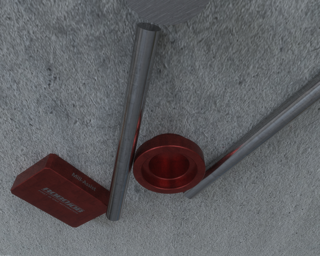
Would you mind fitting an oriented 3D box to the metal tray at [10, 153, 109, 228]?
[{"bbox_3d":[-0.151,0.103,0.491,0.090,0.030,0.130,-31,124,23],"label":"metal tray"}]

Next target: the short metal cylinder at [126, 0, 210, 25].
[{"bbox_3d":[0.007,-0.139,0.272,0.081,0.050,0.079,0,130,0],"label":"short metal cylinder"}]

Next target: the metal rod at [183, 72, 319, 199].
[{"bbox_3d":[0.133,0.010,0.417,0.025,0.025,0.299,29,124,-22],"label":"metal rod"}]

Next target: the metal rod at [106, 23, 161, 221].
[{"bbox_3d":[-0.042,0.016,0.402,0.025,0.025,0.298,9,124,-8],"label":"metal rod"}]

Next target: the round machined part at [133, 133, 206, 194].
[{"bbox_3d":[0.013,0.046,0.435,0.099,0.042,0.097,0,130,0],"label":"round machined part"}]
